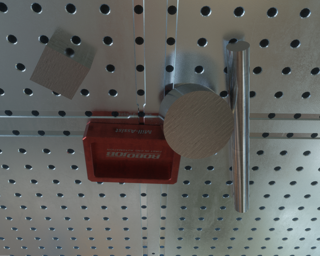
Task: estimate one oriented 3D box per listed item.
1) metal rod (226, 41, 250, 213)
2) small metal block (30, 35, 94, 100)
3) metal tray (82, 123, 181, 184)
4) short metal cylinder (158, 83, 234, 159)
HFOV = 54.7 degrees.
[{"bbox_3d":[0.112,0.022,0.432,0.025,0.025,0.298,-8,130,6],"label":"metal rod"},{"bbox_3d":[-0.111,-0.067,0.353,0.050,0.025,0.050,27,125,-22],"label":"small metal block"},{"bbox_3d":[-0.038,0.038,0.440,0.131,0.030,0.089,2,130,-3],"label":"metal tray"},{"bbox_3d":[0.041,-0.010,0.369,0.081,0.050,0.079,-2,107,-6],"label":"short metal cylinder"}]
